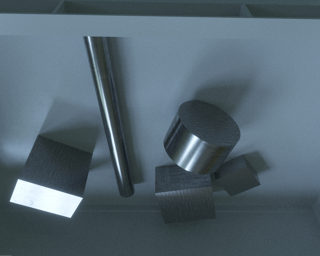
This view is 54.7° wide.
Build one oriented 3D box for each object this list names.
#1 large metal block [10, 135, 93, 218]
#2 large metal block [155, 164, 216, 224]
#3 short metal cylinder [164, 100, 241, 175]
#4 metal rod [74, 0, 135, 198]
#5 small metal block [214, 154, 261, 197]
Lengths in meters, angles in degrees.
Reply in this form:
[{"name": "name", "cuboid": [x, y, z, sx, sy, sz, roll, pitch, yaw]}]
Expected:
[{"name": "large metal block", "cuboid": [-0.146, 0.066, 0.427, 0.080, 0.080, 0.050, 22, 127, -18]}, {"name": "large metal block", "cuboid": [0.040, 0.100, 0.479, 0.080, 0.050, 0.080, -8, 130, 6]}, {"name": "short metal cylinder", "cuboid": [0.051, 0.010, 0.383, 0.081, 0.080, 0.050, 15, 128, -13]}, {"name": "metal rod", "cuboid": [-0.062, -0.012, 0.397, 0.025, 0.025, 0.298, -3, 130, 2]}, {"name": "small metal block", "cuboid": [0.118, 0.074, 0.474, 0.050, 0.025, 0.050, -29, 125, 22]}]
